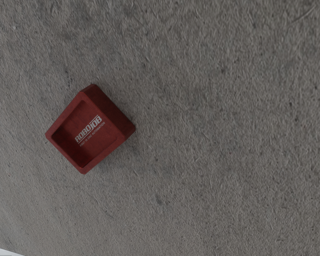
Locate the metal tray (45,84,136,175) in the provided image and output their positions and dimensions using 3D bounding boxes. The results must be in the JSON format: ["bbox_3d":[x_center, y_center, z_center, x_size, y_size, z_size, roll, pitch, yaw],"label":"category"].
[{"bbox_3d":[-0.108,0.006,0.464,0.090,0.030,0.129,47,129,-5],"label":"metal tray"}]
